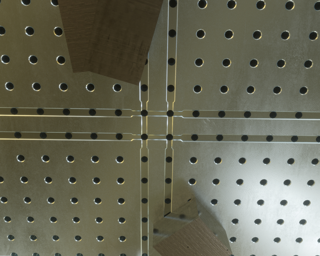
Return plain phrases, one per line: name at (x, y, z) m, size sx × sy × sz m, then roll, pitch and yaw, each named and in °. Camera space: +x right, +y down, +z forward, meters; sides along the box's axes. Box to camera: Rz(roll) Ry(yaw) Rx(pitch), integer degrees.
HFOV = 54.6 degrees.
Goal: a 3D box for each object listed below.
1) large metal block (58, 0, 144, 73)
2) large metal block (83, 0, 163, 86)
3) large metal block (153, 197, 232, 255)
large metal block at (-0.063, -0.112, 0.358) m, size 0.080 × 0.050 × 0.080 m, roll -6°, pitch 110°, yaw 2°
large metal block at (-0.031, -0.094, 0.296) m, size 0.050 × 0.080 × 0.080 m, roll 16°, pitch 109°, yaw -6°
large metal block at (0.046, 0.164, 0.461) m, size 0.080 × 0.050 × 0.080 m, roll -37°, pitch 106°, yaw 12°
